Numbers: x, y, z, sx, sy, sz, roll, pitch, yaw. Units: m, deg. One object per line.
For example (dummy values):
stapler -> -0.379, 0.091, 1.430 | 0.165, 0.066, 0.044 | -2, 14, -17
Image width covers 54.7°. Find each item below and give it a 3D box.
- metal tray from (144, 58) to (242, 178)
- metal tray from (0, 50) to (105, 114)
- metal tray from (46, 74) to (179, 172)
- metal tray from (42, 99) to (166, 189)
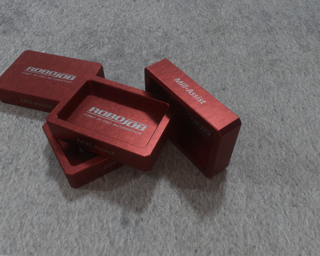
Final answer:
metal tray -> 0.032, -0.012, 0.371 | 0.030, 0.089, 0.130 | -30, 57, -23
metal tray -> -0.159, -0.067, 0.454 | 0.131, 0.030, 0.090 | 12, 51, 9
metal tray -> -0.053, -0.011, 0.368 | 0.130, 0.030, 0.090 | 19, 52, 14
metal tray -> -0.068, 0.008, 0.392 | 0.131, 0.030, 0.090 | -25, 55, -20
